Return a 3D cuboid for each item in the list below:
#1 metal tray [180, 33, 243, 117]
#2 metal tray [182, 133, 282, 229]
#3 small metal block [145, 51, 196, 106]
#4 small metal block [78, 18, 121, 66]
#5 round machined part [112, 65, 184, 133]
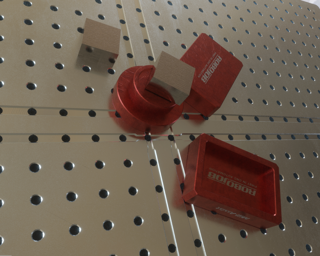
[{"bbox_3d":[0.073,-0.089,0.498,0.090,0.030,0.130,38,51,-3],"label":"metal tray"},{"bbox_3d":[0.099,0.071,0.414,0.131,0.030,0.090,23,53,-15],"label":"metal tray"},{"bbox_3d":[0.014,-0.065,0.401,0.050,0.025,0.050,26,53,-13],"label":"small metal block"},{"bbox_3d":[-0.085,-0.121,0.436,0.050,0.025,0.050,13,56,-21],"label":"small metal block"},{"bbox_3d":[-0.011,-0.046,0.419,0.099,0.042,0.098,14,56,-21],"label":"round machined part"}]
